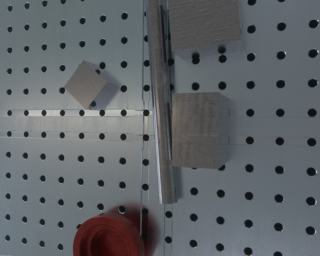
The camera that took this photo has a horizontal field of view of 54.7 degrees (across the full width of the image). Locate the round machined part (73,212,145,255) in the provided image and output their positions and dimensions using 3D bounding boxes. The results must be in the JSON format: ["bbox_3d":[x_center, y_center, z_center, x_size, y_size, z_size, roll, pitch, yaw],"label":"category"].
[{"bbox_3d":[-0.066,0.165,0.427,0.098,0.042,0.097,0,90,20],"label":"round machined part"}]

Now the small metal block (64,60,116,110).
[{"bbox_3d":[-0.102,-0.061,0.449,0.050,0.025,0.050,43,103,14],"label":"small metal block"}]

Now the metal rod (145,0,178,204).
[{"bbox_3d":[0.001,-0.051,0.412,0.025,0.025,0.298,-4,89,20],"label":"metal rod"}]

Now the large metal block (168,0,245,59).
[{"bbox_3d":[0.057,-0.134,0.379,0.080,0.050,0.080,-5,89,20],"label":"large metal block"}]

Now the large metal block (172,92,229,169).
[{"bbox_3d":[0.051,0.002,0.365,0.050,0.080,0.079,1,90,20],"label":"large metal block"}]
